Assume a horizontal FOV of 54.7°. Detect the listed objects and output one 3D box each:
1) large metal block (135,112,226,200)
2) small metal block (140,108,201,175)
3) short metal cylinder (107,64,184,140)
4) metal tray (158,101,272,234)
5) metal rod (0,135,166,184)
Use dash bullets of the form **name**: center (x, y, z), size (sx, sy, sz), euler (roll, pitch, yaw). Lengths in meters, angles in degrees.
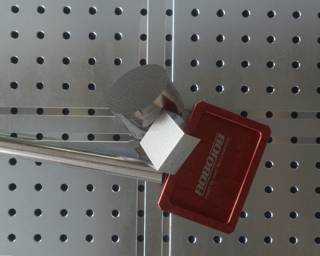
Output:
- **large metal block**: center (0.025, 0.035, 0.400), size (0.080, 0.050, 0.080), euler (-35, 90, 0)
- **small metal block**: center (0.010, 0.015, 0.341), size (0.025, 0.050, 0.050), euler (21, 111, -39)
- **short metal cylinder**: center (-0.017, -0.032, 0.379), size (0.080, 0.080, 0.050), euler (-35, 133, 0)
- **metal tray**: center (0.061, 0.044, 0.359), size (0.090, 0.030, 0.129), euler (21, 90, 0)
- **metal rod**: center (-0.142, 0.031, 0.382), size (0.301, 0.025, 0.025), euler (8, 90, 11)
